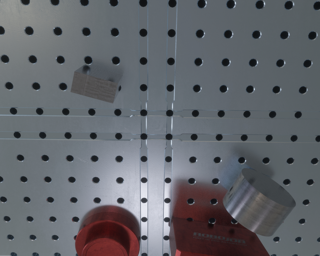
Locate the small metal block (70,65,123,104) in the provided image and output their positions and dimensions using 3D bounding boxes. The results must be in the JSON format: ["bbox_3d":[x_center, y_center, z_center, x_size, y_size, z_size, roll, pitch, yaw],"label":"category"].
[{"bbox_3d":[-0.076,-0.055,0.379,0.050,0.050,0.025,15,110,-6],"label":"small metal block"}]

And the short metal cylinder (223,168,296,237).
[{"bbox_3d":[0.134,0.099,0.422,0.080,0.080,0.050,25,108,-9],"label":"short metal cylinder"}]

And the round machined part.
[{"bbox_3d":[-0.080,0.181,0.470,0.099,0.042,0.097,0,110,0],"label":"round machined part"}]

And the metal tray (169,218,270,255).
[{"bbox_3d":[0.082,0.171,0.440,0.131,0.090,0.030,10,100,-4],"label":"metal tray"}]
